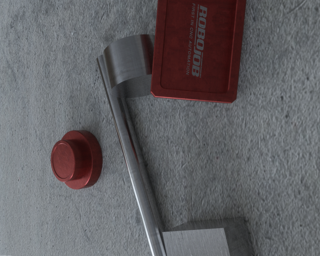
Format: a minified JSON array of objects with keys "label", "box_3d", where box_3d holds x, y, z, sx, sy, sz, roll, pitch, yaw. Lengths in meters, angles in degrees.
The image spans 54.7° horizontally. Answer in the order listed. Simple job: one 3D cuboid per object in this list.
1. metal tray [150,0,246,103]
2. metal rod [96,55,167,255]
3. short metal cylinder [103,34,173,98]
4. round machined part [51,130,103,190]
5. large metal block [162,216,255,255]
[{"label":"metal tray","box_3d":[0.040,-0.094,0.333,0.091,0.030,0.129,5,94,-3]},{"label":"metal rod","box_3d":[-0.040,0.032,0.435,0.025,0.025,0.299,-28,73,36]},{"label":"short metal cylinder","box_3d":[-0.027,-0.075,0.389,0.080,0.081,0.050,-21,77,38]},{"label":"round machined part","box_3d":[-0.142,0.053,0.508,0.098,0.042,0.097,0,90,39]},{"label":"large metal block","box_3d":[0.057,0.147,0.341,0.080,0.050,0.080,-19,78,38]}]
